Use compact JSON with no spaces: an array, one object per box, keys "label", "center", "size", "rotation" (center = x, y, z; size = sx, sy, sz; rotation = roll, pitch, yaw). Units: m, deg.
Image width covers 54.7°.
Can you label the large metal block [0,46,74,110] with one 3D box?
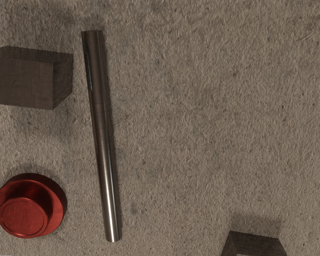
[{"label":"large metal block","center":[-0.151,-0.060,0.356],"size":[0.081,0.080,0.050],"rotation":[7,110,-3]}]

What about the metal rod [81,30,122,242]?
[{"label":"metal rod","center":[-0.075,0.025,0.417],"size":[0.025,0.025,0.298],"rotation":[-2,110,0]}]

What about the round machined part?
[{"label":"round machined part","center":[-0.187,0.117,0.441],"size":[0.099,0.042,0.097],"rotation":[0,110,-1]}]

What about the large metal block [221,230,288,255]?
[{"label":"large metal block","center":[0.140,0.213,0.477],"size":[0.081,0.050,0.079],"rotation":[11,110,-5]}]
